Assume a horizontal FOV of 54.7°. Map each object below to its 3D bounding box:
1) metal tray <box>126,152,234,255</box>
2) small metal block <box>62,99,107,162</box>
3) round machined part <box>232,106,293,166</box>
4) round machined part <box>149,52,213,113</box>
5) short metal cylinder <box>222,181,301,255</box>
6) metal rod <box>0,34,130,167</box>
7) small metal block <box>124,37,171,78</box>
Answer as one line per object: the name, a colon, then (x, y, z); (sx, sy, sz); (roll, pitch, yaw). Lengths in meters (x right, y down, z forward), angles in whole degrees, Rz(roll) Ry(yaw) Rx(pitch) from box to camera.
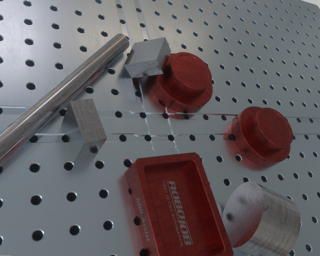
metal tray: (0.021, 0.096, 0.357); (0.091, 0.030, 0.130); (-3, 63, -30)
small metal block: (-0.085, 0.003, 0.344); (0.025, 0.050, 0.050); (-11, 68, -33)
round machined part: (0.165, 0.007, 0.482); (0.099, 0.042, 0.098); (14, 56, -21)
round machined part: (0.038, -0.074, 0.462); (0.099, 0.042, 0.098); (14, 56, -21)
short metal cylinder: (0.117, 0.110, 0.368); (0.050, 0.080, 0.080); (26, 53, -12)
metal rod: (-0.123, -0.031, 0.360); (0.025, 0.025, 0.301); (38, 51, -3)
small metal block: (-0.017, -0.100, 0.442); (0.025, 0.050, 0.050); (60, 36, -43)
